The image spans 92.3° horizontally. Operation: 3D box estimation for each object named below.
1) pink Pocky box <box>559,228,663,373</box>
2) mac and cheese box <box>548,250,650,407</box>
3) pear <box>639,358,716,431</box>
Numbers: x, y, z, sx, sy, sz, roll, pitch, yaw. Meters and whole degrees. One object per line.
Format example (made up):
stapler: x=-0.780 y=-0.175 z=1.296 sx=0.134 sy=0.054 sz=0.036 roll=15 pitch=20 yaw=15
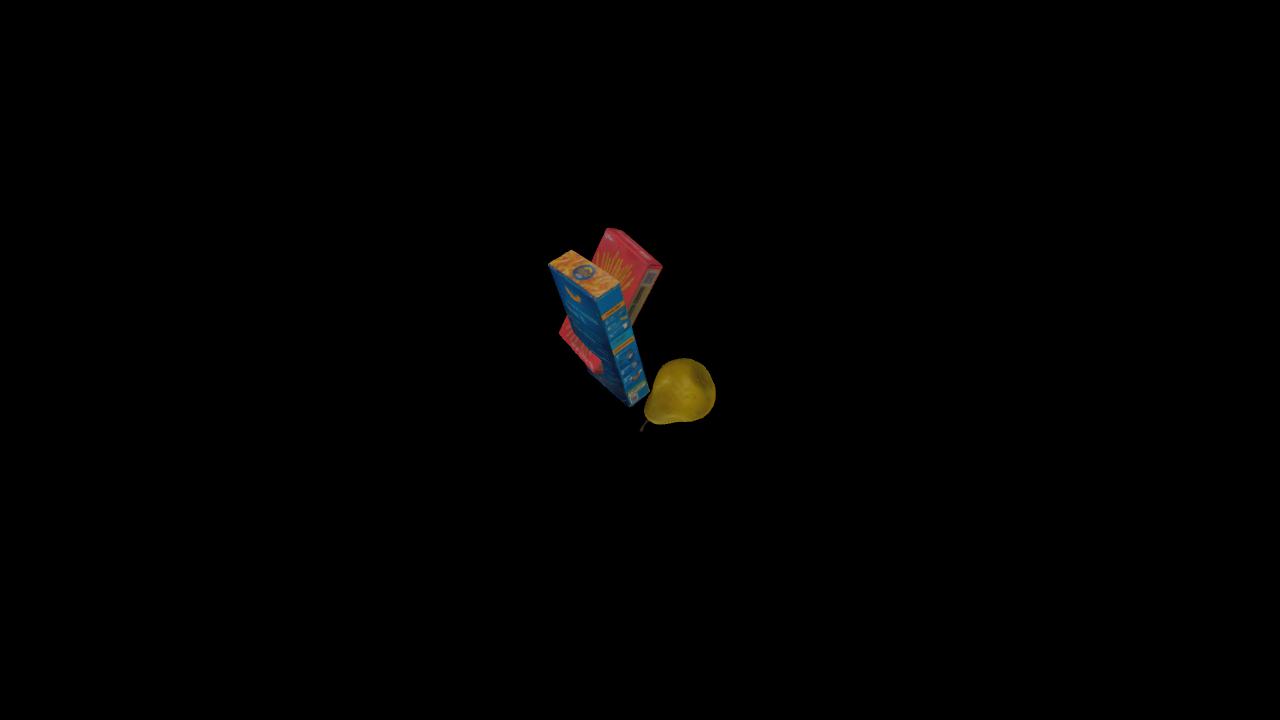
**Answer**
pink Pocky box: x=-0.039 y=-0.069 z=0.730 sx=0.029 sy=0.155 sz=0.084 roll=-2 pitch=39 yaw=-47
mac and cheese box: x=-0.045 y=-0.033 z=0.724 sx=0.041 sy=0.184 sz=0.093 roll=-36 pitch=51 yaw=-19
pear: x=0.037 y=0.047 z=0.760 sx=0.111 sy=0.080 sz=0.080 roll=-31 pitch=-16 yaw=28
